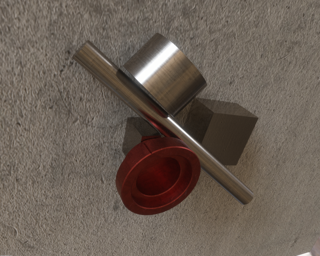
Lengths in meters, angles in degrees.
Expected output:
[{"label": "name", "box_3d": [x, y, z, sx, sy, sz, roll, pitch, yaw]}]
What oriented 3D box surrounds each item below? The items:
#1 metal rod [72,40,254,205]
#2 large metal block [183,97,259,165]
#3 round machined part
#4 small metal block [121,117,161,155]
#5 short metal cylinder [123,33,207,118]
[{"label": "metal rod", "box_3d": [0.021, 0.009, 0.379, 0.025, 0.025, 0.300, -47, 115, 4]}, {"label": "large metal block", "box_3d": [0.080, 0.006, 0.442, 0.081, 0.050, 0.079, 4, 116, -31]}, {"label": "round machined part", "box_3d": [-0.005, 0.051, 0.364, 0.099, 0.042, 0.097, -14, 126, -20]}, {"label": "small metal block", "box_3d": [-0.025, 0.019, 0.392, 0.025, 0.050, 0.050, -2, 120, -28]}, {"label": "short metal cylinder", "box_3d": [0.005, -0.057, 0.342, 0.050, 0.080, 0.080, -45, 130, 2]}]
